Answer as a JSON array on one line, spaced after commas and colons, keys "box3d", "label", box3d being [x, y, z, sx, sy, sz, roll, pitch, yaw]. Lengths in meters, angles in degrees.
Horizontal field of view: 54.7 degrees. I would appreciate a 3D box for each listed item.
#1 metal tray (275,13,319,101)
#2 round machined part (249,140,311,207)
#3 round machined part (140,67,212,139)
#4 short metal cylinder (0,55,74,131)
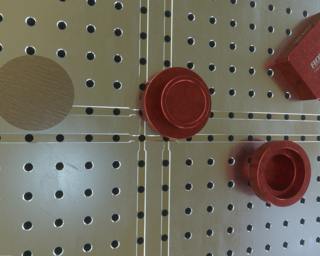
[{"box3d": [0.259, -0.119, 0.508, 0.130, 0.030, 0.090, -47, 105, -14], "label": "metal tray"}, {"box3d": [0.176, 0.066, 0.471, 0.099, 0.042, 0.097, 0, 90, -21], "label": "round machined part"}, {"box3d": [0.026, -0.033, 0.414, 0.099, 0.042, 0.097, 0, 90, -21], "label": "round machined part"}, {"box3d": [-0.140, -0.037, 0.348, 0.081, 0.050, 0.079, 0, 90, -21], "label": "short metal cylinder"}]
